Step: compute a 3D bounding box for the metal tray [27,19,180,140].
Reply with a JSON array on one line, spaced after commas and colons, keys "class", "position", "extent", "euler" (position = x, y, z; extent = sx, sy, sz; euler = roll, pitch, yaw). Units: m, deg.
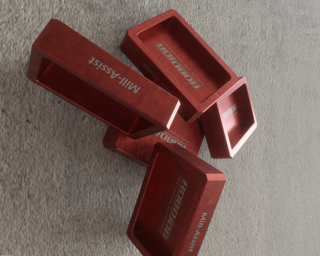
[{"class": "metal tray", "position": [-0.057, -0.037, 0.297], "extent": [0.130, 0.090, 0.030], "euler": [32, 69, -18]}]

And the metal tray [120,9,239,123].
[{"class": "metal tray", "position": [0.026, -0.081, 0.388], "extent": [0.130, 0.030, 0.091], "euler": [48, 56, 4]}]

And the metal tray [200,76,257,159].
[{"class": "metal tray", "position": [0.107, -0.020, 0.474], "extent": [0.131, 0.030, 0.089], "euler": [-35, 112, -50]}]

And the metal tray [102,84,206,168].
[{"class": "metal tray", "position": [-0.001, 0.008, 0.404], "extent": [0.130, 0.030, 0.090], "euler": [32, 70, -36]}]

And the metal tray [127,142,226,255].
[{"class": "metal tray", "position": [0.013, 0.091, 0.352], "extent": [0.030, 0.090, 0.129], "euler": [7, 106, -40]}]
